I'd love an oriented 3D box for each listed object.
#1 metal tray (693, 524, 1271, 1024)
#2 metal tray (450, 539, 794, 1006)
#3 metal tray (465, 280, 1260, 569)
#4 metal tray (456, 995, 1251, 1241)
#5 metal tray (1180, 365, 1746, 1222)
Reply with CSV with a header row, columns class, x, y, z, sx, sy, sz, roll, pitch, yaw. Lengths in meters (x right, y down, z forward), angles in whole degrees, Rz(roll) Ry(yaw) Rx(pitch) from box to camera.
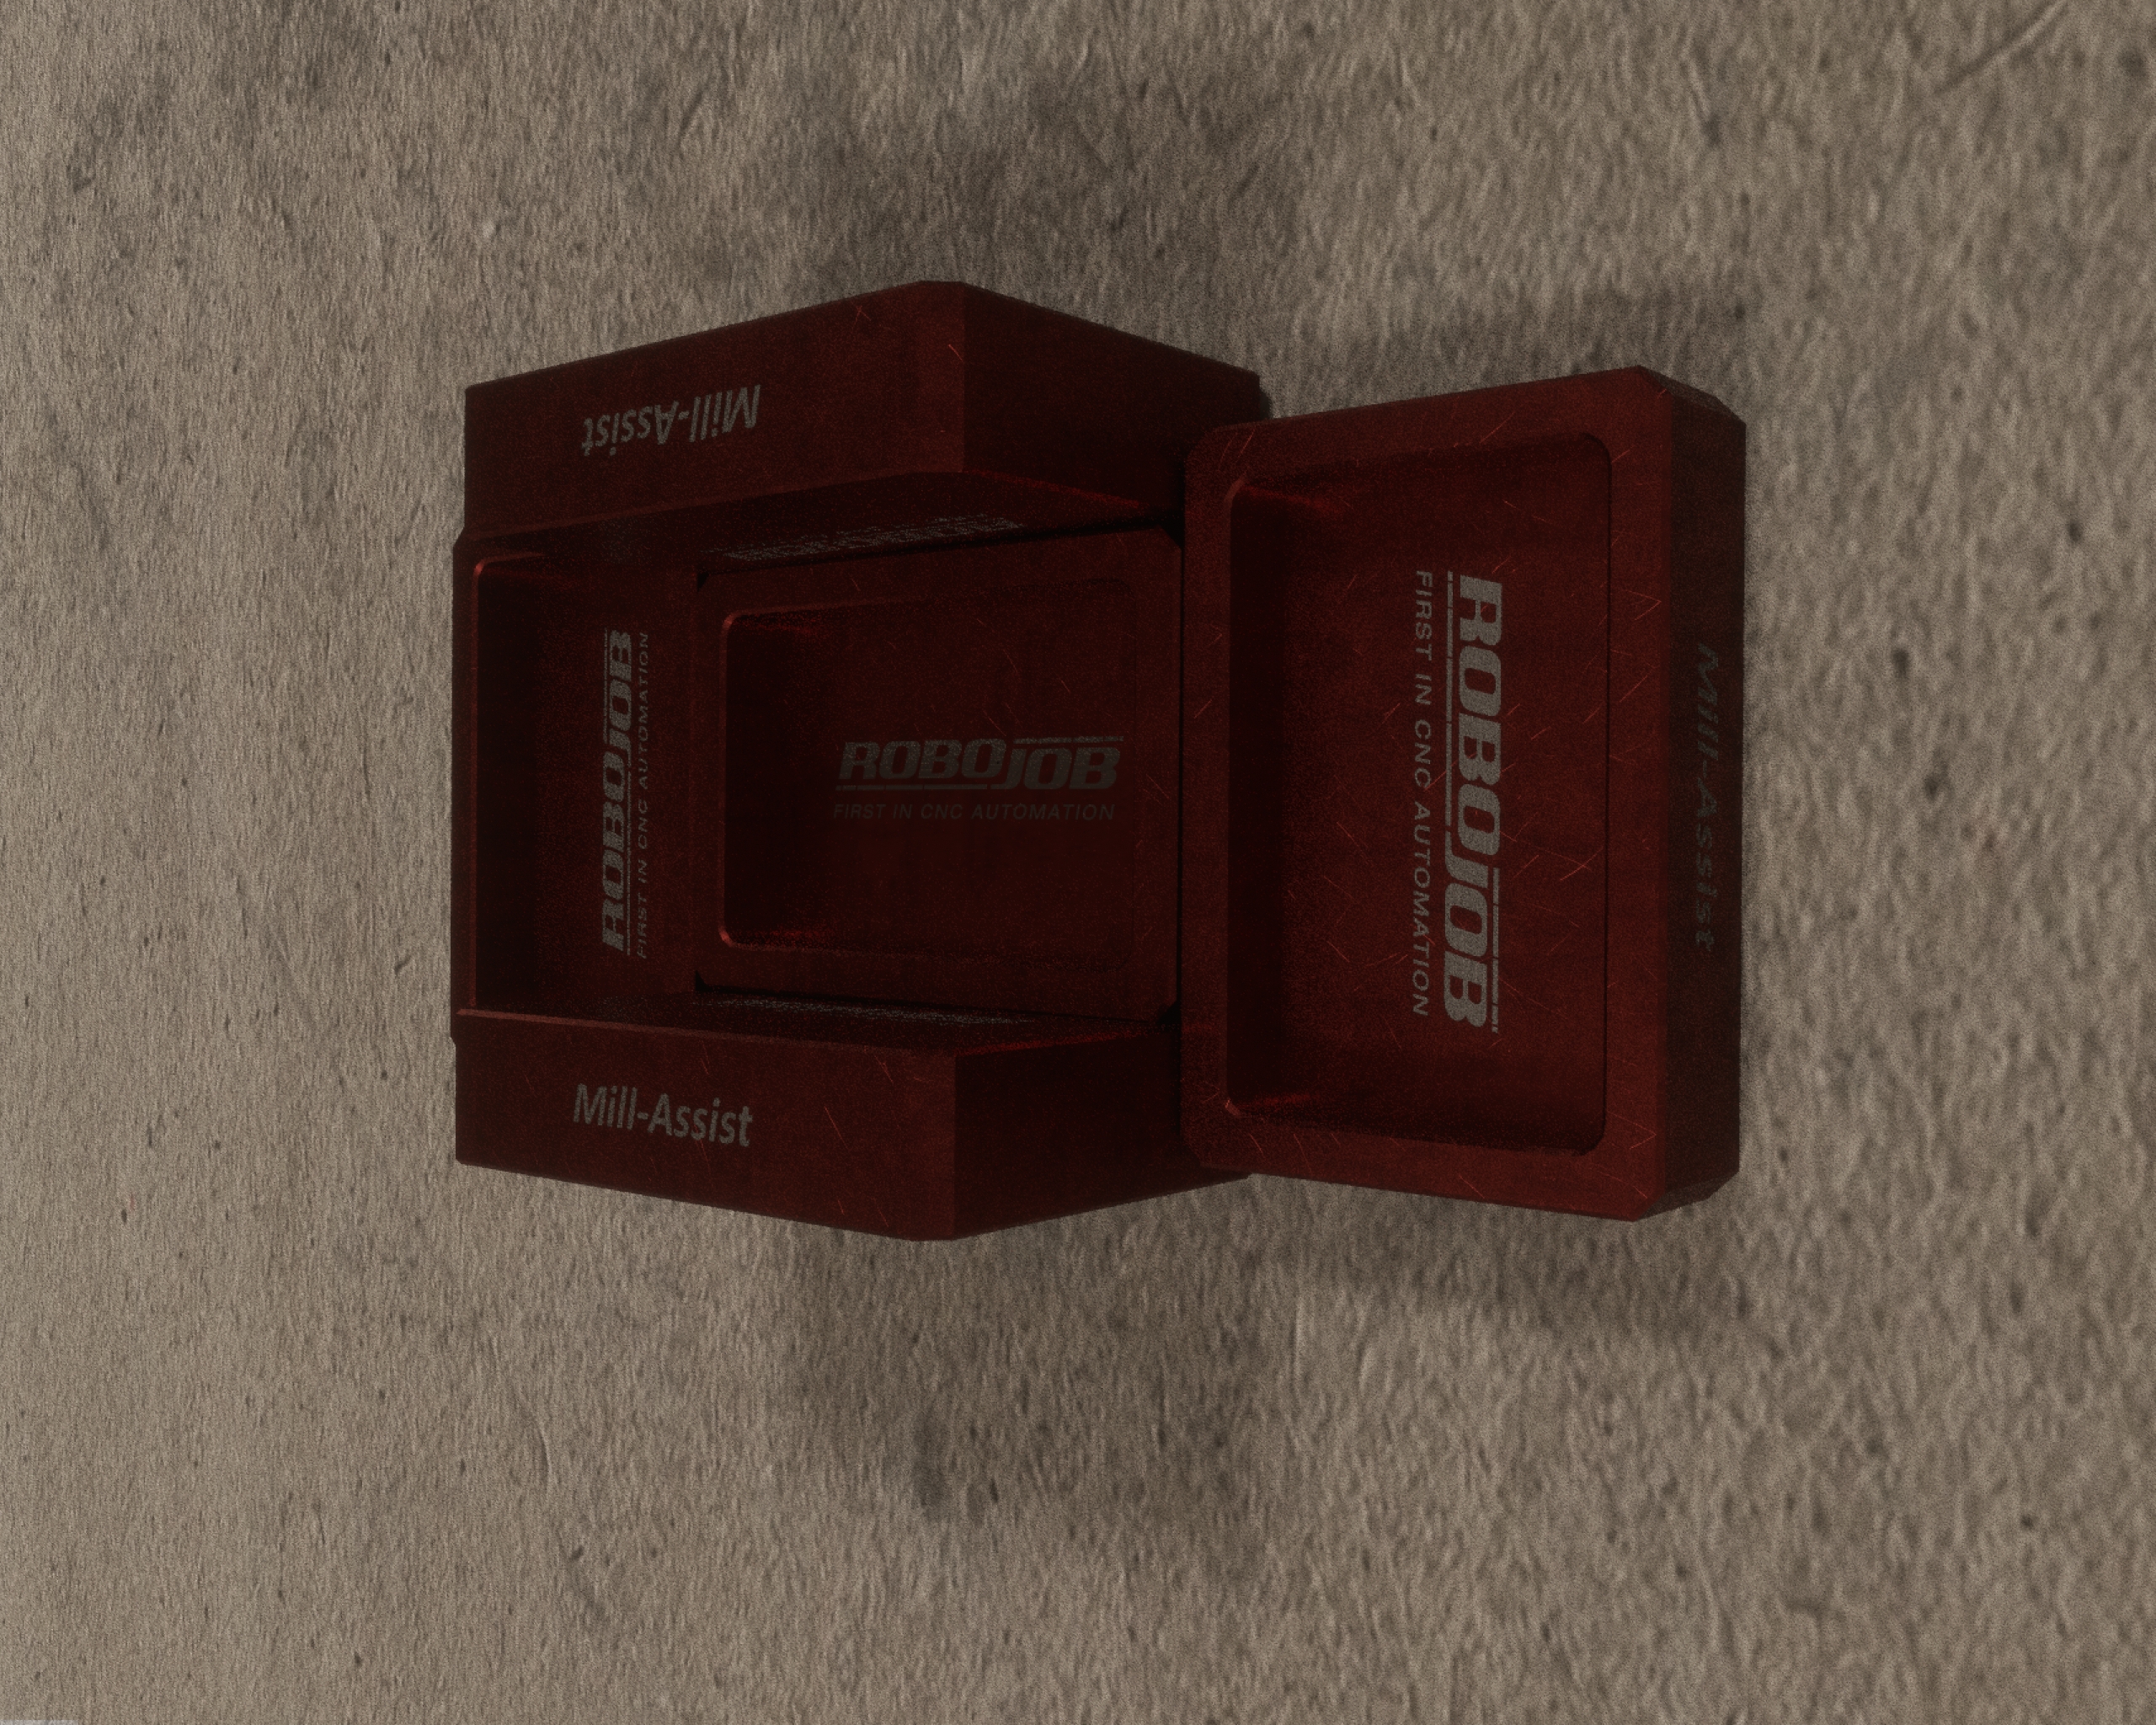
class,x,y,z,sx,sy,sz,roll,pitch,yaw
metal tray,-0.024,-0.017,0.420,0.130,0.030,0.089,1,91,39
metal tray,-0.108,-0.017,0.490,0.090,0.030,0.129,1,90,39
metal tray,-0.042,-0.077,0.397,0.130,0.091,0.030,1,91,39
metal tray,-0.044,0.043,0.396,0.130,0.091,0.030,1,91,39
metal tray,0.062,-0.011,0.350,0.090,0.030,0.129,1,90,39
